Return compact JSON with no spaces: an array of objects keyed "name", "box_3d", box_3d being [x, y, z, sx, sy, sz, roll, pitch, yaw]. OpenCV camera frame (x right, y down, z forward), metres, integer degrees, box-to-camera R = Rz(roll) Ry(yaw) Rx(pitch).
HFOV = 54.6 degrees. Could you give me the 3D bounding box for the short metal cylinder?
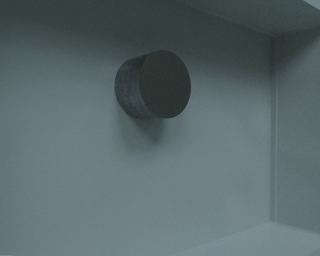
[{"name":"short metal cylinder","box_3d":[-0.008,-0.051,0.382,0.081,0.050,0.080,0,90,-40]}]
